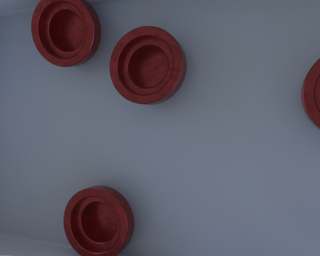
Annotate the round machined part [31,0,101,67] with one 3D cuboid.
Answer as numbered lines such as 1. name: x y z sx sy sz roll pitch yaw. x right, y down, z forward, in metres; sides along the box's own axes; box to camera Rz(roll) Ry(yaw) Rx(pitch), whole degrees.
1. round machined part: -0.127 -0.137 0.439 0.098 0.042 0.097 4 105 17

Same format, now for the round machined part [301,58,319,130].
1. round machined part: 0.204 -0.036 0.329 0.098 0.042 0.097 0 90 20

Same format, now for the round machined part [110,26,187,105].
1. round machined part: -0.012 -0.079 0.406 0.098 0.042 0.097 0 90 20

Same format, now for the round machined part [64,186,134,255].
1. round machined part: -0.080 0.128 0.430 0.098 0.042 0.097 0 90 20
